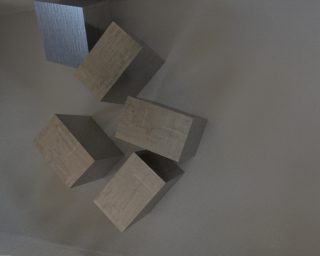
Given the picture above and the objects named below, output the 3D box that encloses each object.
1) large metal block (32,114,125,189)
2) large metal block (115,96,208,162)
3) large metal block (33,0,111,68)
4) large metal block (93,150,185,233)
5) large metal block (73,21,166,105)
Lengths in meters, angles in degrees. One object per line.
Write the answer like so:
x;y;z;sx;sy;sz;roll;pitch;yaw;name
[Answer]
-0.107;0.028;0.418;0.080;0.080;0.050;47;104;14;large metal block
0.005;0.000;0.379;0.080;0.080;0.050;20;97;18;large metal block
-0.111;-0.128;0.412;0.080;0.050;0.079;17;128;25;large metal block
-0.023;0.073;0.388;0.050;0.080;0.080;43;103;14;large metal block
-0.049;-0.078;0.397;0.050;0.080;0.080;44;104;14;large metal block
